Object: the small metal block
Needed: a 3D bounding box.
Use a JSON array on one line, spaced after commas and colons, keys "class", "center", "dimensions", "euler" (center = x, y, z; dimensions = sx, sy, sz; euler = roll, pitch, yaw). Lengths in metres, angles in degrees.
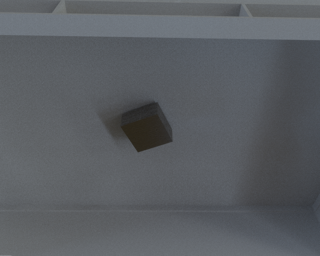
[{"class": "small metal block", "center": [-0.016, 0.000, 0.404], "dimensions": [0.050, 0.025, 0.050], "euler": [-18, 128, 14]}]
